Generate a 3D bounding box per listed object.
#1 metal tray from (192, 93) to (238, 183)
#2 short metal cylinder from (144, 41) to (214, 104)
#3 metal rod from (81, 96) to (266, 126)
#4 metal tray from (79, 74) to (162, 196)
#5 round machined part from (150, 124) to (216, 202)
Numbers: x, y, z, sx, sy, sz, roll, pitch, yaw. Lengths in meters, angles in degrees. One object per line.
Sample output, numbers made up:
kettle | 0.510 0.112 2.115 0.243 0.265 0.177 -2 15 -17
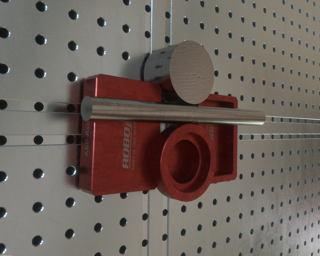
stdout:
metal tray | 0.077 0.015 0.466 0.091 0.030 0.129 1 89 -40
short metal cylinder | 0.026 -0.070 0.409 0.081 0.050 0.079 0 90 -40
metal rod | 0.043 -0.018 0.401 0.302 0.025 0.025 1 90 -40
metal tray | -0.044 0.008 0.363 0.091 0.030 0.129 4 88 -40
round machined part | 0.025 0.043 0.403 0.099 0.042 0.097 0 90 -40
